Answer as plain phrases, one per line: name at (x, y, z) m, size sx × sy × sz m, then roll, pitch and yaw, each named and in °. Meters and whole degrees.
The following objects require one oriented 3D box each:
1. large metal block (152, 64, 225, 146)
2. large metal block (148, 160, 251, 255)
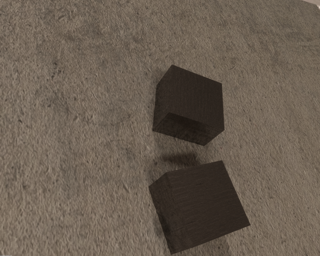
large metal block at (0.039, -0.030, 0.429) m, size 0.081 × 0.050 × 0.080 m, roll 17°, pitch 55°, yaw -19°
large metal block at (0.044, 0.090, 0.358) m, size 0.081 × 0.050 × 0.080 m, roll -7°, pitch 65°, yaw -32°
